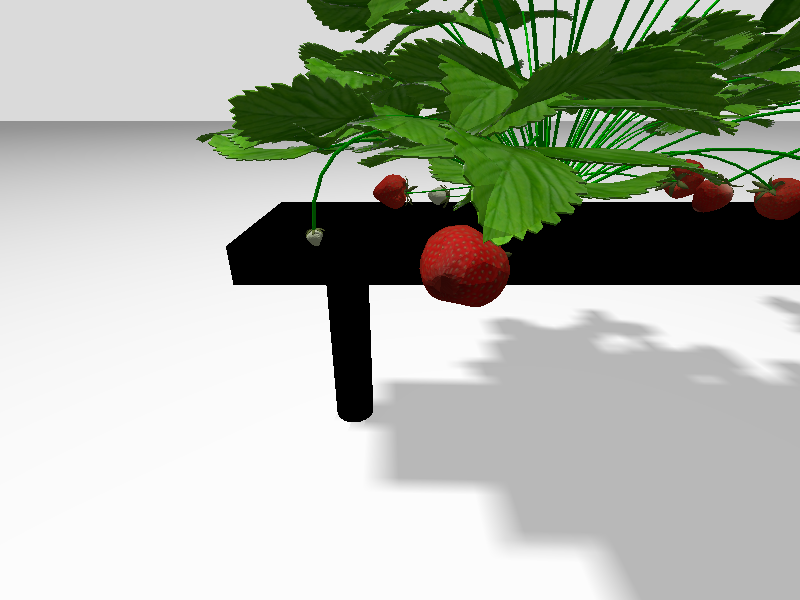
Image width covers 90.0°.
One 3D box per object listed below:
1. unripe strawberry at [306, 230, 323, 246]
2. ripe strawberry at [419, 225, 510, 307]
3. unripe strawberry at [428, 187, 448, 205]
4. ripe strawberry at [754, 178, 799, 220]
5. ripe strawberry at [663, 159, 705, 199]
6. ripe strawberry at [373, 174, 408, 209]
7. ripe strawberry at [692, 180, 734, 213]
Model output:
[{"bbox_3d":[-0.051,-0.037,0.240,0.010,0.010,0.011,-16,30,-30],"label":"unripe strawberry"},{"bbox_3d":[0.028,-0.015,0.187,0.043,0.037,0.043,14,29,26],"label":"ripe strawberry"},{"bbox_3d":[0.037,-0.103,0.395,0.019,0.017,0.019,14,29,27],"label":"unripe strawberry"},{"bbox_3d":[0.330,-0.086,0.347,0.035,0.035,0.033,32,22,-14],"label":"ripe strawberry"},{"bbox_3d":[0.299,-0.126,0.418,0.038,0.040,0.035,-11,28,-23],"label":"ripe strawberry"},{"bbox_3d":[-0.009,-0.102,0.377,0.031,0.031,0.035,6,26,13],"label":"ripe strawberry"},{"bbox_3d":[0.287,-0.095,0.370,0.030,0.031,0.029,37,23,-12],"label":"ripe strawberry"}]
